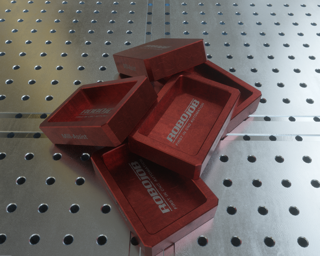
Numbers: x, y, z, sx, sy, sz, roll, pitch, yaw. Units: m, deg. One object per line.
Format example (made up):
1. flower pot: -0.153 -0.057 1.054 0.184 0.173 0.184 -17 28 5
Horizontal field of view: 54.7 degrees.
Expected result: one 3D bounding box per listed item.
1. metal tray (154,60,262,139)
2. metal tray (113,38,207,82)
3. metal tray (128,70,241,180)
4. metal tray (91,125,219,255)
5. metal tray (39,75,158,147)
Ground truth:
1. metal tray: 0.066 -0.052 0.448 0.091 0.030 0.130 -36 59 -27
2. metal tray: -0.004 -0.103 0.452 0.091 0.030 0.130 -24 24 -20
3. metal tray: 0.032 -0.011 0.375 0.090 0.030 0.130 23 53 17
4. metal tray: -0.009 0.063 0.351 0.091 0.030 0.130 -26 55 -21
5. metal tray: -0.077 -0.021 0.381 0.130 0.030 0.090 0 42 40
